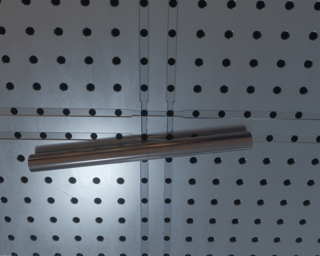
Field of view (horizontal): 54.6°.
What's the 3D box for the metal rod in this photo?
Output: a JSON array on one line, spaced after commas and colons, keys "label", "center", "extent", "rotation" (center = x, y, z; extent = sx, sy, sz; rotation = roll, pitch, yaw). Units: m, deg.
[{"label": "metal rod", "center": [-0.027, 0.033, 0.425], "extent": [0.301, 0.025, 0.025], "rotation": [-6, 110, 2]}]
